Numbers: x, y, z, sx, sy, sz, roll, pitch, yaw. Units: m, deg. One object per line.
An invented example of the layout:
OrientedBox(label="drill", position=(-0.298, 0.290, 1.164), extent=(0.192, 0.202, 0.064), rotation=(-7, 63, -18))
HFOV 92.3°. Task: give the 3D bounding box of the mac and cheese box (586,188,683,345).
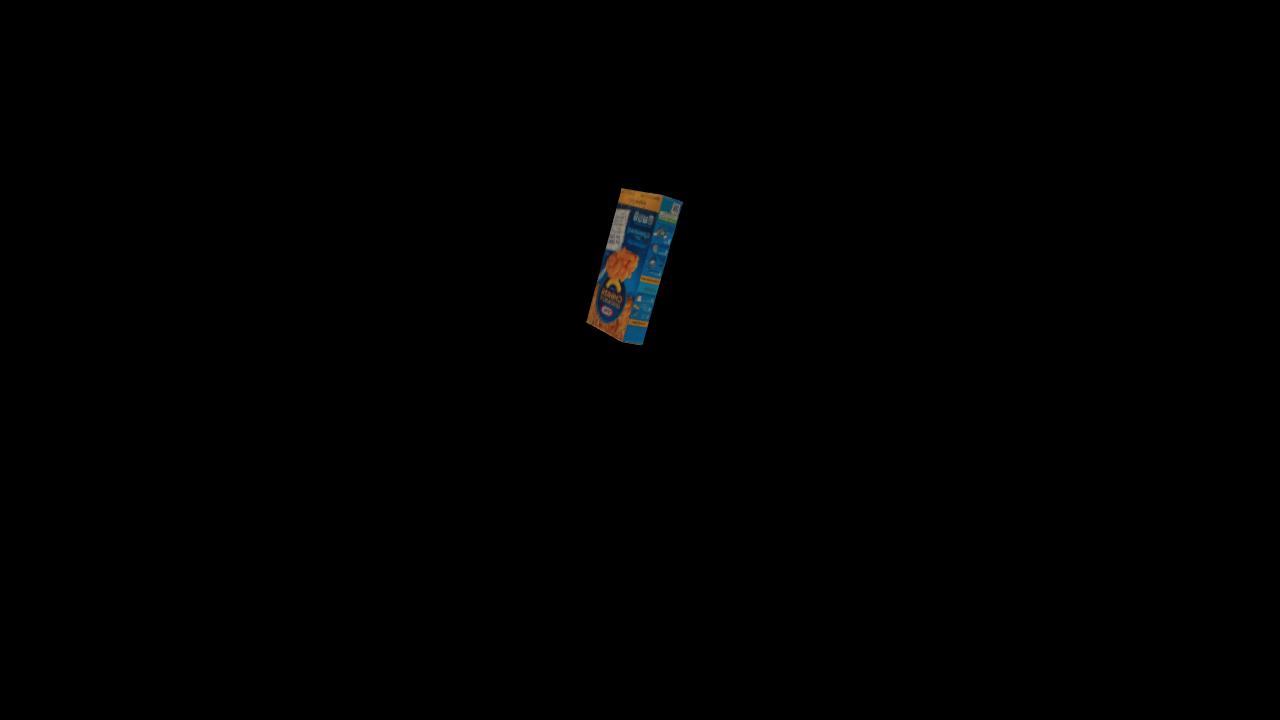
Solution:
OrientedBox(label="mac and cheese box", position=(-0.010, -0.120, 0.785), extent=(0.041, 0.184, 0.093), rotation=(7, 14, -39))
